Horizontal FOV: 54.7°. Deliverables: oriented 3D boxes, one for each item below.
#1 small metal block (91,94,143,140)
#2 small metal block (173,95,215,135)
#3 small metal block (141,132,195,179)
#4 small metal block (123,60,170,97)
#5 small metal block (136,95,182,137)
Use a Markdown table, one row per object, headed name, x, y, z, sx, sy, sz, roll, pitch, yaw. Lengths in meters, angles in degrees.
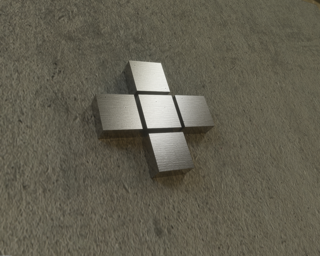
| name | x | y | z | sx | sy | sz | roll | pitch | yaw |
| --- | --- | --- | --- | --- | --- | --- | --- | --- | --- |
| small metal block | -0.055 | -0.014 | 0.386 | 0.050 | 0.025 | 0.050 | -2 | 63 | -30 |
| small metal block | 0.044 | -0.019 | 0.442 | 0.050 | 0.025 | 0.050 | -2 | 63 | -30 |
| small metal block | 0.009 | 0.034 | 0.391 | 0.050 | 0.025 | 0.050 | -2 | 63 | -30 |
| small metal block | -0.020 | -0.066 | 0.436 | 0.050 | 0.025 | 0.050 | -2 | 63 | -30 |
| small metal block | -0.005 | -0.016 | 0.414 | 0.050 | 0.025 | 0.050 | -2 | 63 | -30 |
